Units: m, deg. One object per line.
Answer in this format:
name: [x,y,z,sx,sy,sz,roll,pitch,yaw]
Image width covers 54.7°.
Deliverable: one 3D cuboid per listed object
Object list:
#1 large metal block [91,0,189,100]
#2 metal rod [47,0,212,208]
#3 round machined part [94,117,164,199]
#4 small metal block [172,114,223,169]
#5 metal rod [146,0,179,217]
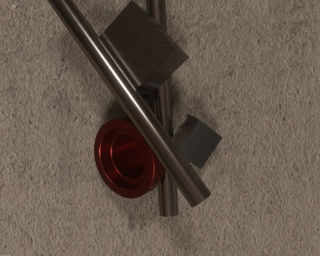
large metal block: [-0.026,-0.091,0.378,0.080,0.050,0.080,-43,77,16]
metal rod: [-0.043,-0.045,0.345,0.025,0.025,0.299,-36,79,0]
round machined part: [-0.033,0.034,0.385,0.098,0.042,0.097,9,106,35]
small metal block: [0.045,0.018,0.398,0.050,0.025,0.050,34,90,-37]
metal rod: [0.003,-0.035,0.410,0.025,0.025,0.298,-4,90,-1]
